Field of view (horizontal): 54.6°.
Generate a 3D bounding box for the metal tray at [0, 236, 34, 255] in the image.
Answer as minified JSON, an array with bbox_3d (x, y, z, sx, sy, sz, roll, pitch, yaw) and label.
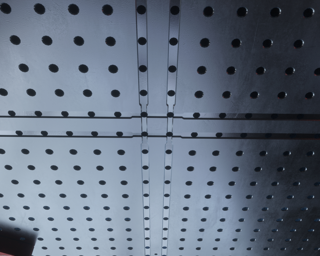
[{"bbox_3d":[-0.326,0.270,0.635,0.090,0.030,0.129,27,125,-21],"label":"metal tray"}]
